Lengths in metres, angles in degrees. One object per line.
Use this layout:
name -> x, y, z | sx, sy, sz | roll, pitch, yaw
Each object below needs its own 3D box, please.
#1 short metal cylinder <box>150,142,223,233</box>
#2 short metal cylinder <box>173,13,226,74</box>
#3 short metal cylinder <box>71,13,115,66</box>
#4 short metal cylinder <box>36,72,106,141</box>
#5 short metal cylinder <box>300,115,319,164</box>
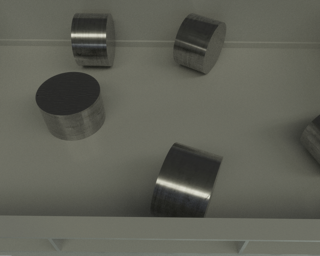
short metal cylinder -> 0.029, 0.060, 0.319 | 0.050, 0.080, 0.080 | 17, 52, 14
short metal cylinder -> 0.062, -0.130, 0.479 | 0.050, 0.080, 0.080 | 25, 54, 19
short metal cylinder -> -0.102, -0.137, 0.484 | 0.050, 0.080, 0.080 | 1, 50, 1
short metal cylinder -> -0.117, -0.030, 0.413 | 0.080, 0.050, 0.080 | 0, 50, 0
short metal cylinder -> 0.215, 0.012, 0.360 | 0.081, 0.080, 0.050 | -17, 52, -14
